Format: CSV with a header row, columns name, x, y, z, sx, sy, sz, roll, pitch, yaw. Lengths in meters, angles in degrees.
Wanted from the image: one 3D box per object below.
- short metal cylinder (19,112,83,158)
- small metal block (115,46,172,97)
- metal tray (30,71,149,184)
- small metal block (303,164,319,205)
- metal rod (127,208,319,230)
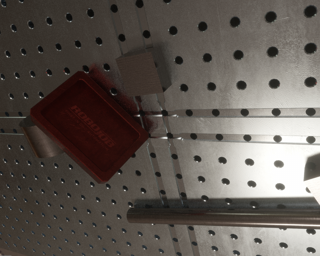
name,x,y,z,sx,sy,sz,roll,pitch,yaw
short metal cylinder,-0.156,0.002,0.457,0.080,0.080,0.050,-3,117,29
small metal block,-0.020,-0.068,0.378,0.050,0.025,0.050,-4,117,29
metal tray,-0.092,-0.001,0.412,0.130,0.090,0.030,44,155,-3
small metal block,0.198,0.064,0.346,0.050,0.025,0.050,-30,102,37
metal rod,0.078,0.129,0.448,0.300,0.025,0.025,-9,114,31
